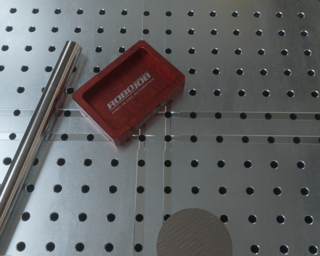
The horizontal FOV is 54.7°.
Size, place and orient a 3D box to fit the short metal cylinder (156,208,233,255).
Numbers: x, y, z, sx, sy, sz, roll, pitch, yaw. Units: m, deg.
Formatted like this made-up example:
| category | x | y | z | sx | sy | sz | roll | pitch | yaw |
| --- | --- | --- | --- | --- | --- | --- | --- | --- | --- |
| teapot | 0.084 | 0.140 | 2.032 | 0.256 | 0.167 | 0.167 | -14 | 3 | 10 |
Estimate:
| category | x | y | z | sx | sy | sz | roll | pitch | yaw |
| --- | --- | --- | --- | --- | --- | --- | --- | --- | --- |
| short metal cylinder | 0.036 | 0.134 | 0.350 | 0.081 | 0.050 | 0.080 | 0 | 70 | 0 |

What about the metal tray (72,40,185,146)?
| category | x | y | z | sx | sy | sz | roll | pitch | yaw |
| --- | --- | --- | --- | --- | --- | --- | --- | --- | --- |
| metal tray | -0.041 | -0.050 | 0.426 | 0.130 | 0.030 | 0.090 | -43 | 76 | -14 |

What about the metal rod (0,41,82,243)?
| category | x | y | z | sx | sy | sz | roll | pitch | yaw |
| --- | --- | --- | --- | --- | --- | --- | --- | --- | --- |
| metal rod | -0.166 | 0.015 | 0.404 | 0.025 | 0.025 | 0.299 | 15 | 70 | 5 |
